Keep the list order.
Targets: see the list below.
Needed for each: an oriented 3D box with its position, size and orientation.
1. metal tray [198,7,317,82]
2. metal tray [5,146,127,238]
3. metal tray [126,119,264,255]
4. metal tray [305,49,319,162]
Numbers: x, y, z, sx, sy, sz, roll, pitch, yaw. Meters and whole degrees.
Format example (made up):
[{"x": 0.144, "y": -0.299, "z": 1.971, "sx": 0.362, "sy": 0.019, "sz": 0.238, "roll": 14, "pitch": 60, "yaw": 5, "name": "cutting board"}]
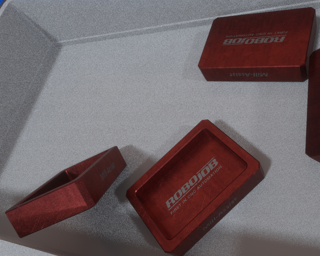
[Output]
[{"x": 0.124, "y": -0.105, "z": 0.399, "sx": 0.130, "sy": 0.030, "sz": 0.090, "roll": 6, "pitch": 64, "yaw": 32, "name": "metal tray"}, {"x": -0.098, "y": 0.066, "z": 0.357, "sx": 0.090, "sy": 0.130, "sz": 0.030, "roll": -25, "pitch": 97, "yaw": 12, "name": "metal tray"}, {"x": 0.036, "y": 0.063, "z": 0.343, "sx": 0.130, "sy": 0.030, "sz": 0.090, "roll": -43, "pitch": 51, "yaw": -2, "name": "metal tray"}, {"x": 0.190, "y": -0.034, "z": 0.294, "sx": 0.090, "sy": 0.030, "sz": 0.130, "roll": -27, "pitch": 43, "yaw": 56, "name": "metal tray"}]
